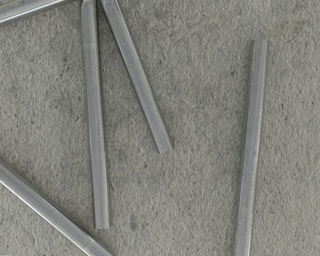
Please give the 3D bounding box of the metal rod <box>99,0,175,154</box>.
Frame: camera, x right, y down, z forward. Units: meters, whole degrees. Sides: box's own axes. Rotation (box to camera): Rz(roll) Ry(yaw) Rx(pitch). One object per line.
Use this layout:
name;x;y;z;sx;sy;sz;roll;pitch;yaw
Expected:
metal rod;-0.045;-0.110;0.409;0.025;0.025;0.299;-21;90;0

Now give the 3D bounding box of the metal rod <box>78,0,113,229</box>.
metal rod;-0.085;-0.019;0.409;0.025;0.025;0.298;-4;90;0

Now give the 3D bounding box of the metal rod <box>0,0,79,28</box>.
metal rod;-0.112;-0.171;0.388;0.301;0.025;0.025;-16;90;8

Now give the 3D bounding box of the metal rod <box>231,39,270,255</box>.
metal rod;0.119;0.034;0.410;0.025;0.025;0.298;5;90;0

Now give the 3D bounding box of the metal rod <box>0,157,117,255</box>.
metal rod;-0.181;0.080;0.408;0.300;0.025;0.025;40;90;0
